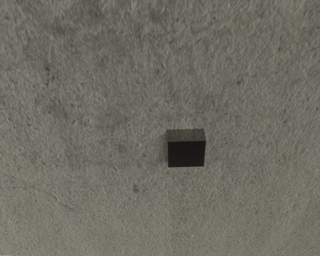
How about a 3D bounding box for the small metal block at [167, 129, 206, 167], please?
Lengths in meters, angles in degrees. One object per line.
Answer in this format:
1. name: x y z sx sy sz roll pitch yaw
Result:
1. small metal block: 0.036 0.028 0.432 0.050 0.025 0.050 -2 130 1
